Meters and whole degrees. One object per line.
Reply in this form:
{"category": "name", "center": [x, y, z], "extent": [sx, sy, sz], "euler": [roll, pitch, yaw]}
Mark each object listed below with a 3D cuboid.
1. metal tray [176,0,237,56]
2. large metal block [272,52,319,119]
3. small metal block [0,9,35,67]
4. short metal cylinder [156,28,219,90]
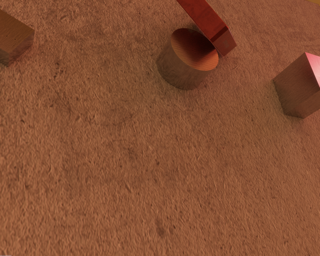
{"category": "metal tray", "center": [0.079, -0.169, 0.501], "extent": [0.090, 0.030, 0.130], "euler": [53, 17, 9]}
{"category": "large metal block", "center": [0.258, -0.074, 0.552], "extent": [0.050, 0.080, 0.080], "euler": [8, 58, -24]}
{"category": "small metal block", "center": [-0.188, -0.108, 0.369], "extent": [0.050, 0.025, 0.050], "euler": [31, 52, -8]}
{"category": "short metal cylinder", "center": [0.041, -0.105, 0.474], "extent": [0.081, 0.050, 0.080], "euler": [14, 56, -21]}
